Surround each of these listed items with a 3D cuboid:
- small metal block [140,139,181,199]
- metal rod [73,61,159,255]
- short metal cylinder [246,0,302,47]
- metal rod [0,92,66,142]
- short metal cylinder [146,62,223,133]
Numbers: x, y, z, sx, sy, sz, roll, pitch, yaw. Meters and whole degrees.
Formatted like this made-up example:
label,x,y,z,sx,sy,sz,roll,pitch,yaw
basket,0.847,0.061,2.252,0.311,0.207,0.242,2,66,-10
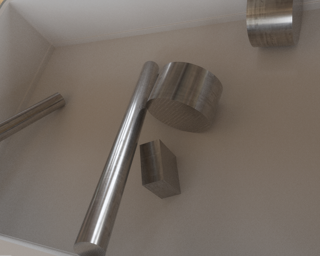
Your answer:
label,x,y,z,sx,sy,sz,roll,pitch,yaw
small metal block,0.001,0.048,0.359,0.025,0.050,0.050,-18,55,17
metal rod,-0.034,0.002,0.352,0.025,0.025,0.300,-14,34,20
short metal cylinder,0.143,-0.141,0.382,0.050,0.080,0.080,6,65,30
metal rod,-0.269,0.028,0.443,0.025,0.025,0.302,24,48,36
short metal cylinder,0.030,-0.035,0.375,0.080,0.080,0.050,9,67,32
